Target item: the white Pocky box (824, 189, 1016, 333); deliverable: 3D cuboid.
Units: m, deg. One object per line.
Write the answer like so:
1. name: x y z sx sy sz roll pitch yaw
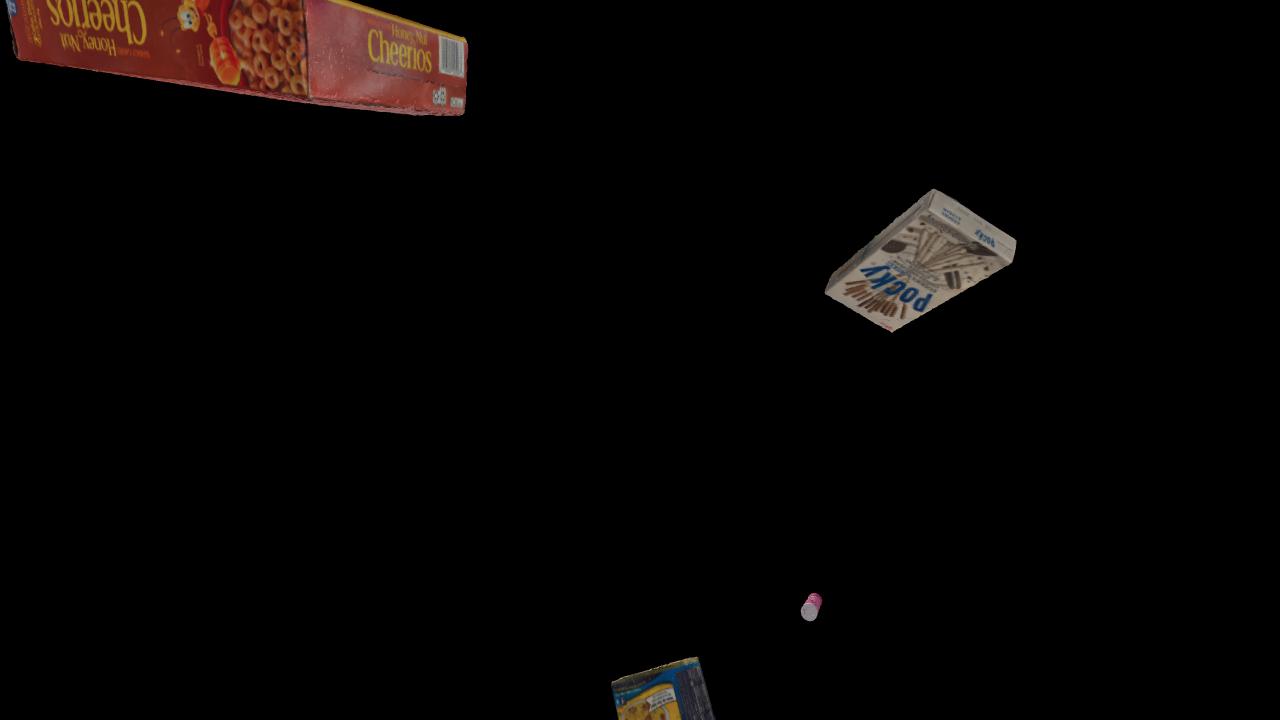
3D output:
1. white Pocky box: 0.242 -0.082 0.551 0.084 0.028 0.154 30 -25 -4

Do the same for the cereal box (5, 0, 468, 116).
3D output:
1. cereal box: -0.341 -0.278 0.547 0.306 0.081 0.203 14 21 15

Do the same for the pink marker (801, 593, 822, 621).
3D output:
1. pink marker: 0.215 0.306 0.767 0.020 0.020 0.121 0 -13 19

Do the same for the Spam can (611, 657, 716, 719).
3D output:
1. Spam can: 0.024 0.357 0.622 0.101 0.085 0.058 -31 -29 27
